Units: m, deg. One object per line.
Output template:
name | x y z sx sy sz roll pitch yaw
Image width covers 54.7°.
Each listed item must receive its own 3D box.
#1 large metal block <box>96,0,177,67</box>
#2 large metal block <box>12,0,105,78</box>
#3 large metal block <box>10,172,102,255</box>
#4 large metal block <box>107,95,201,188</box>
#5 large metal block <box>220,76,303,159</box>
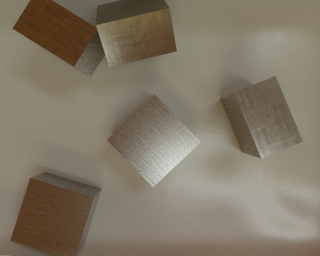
large metal block | -0.030 -0.122 0.376 0.080 0.080 0.050 -13 127 0
large metal block | -0.116 -0.110 0.383 0.080 0.080 0.050 32 91 0
large metal block | -0.130 0.110 0.398 0.080 0.050 0.080 17 90 0
large metal block | -0.007 0.016 0.399 0.080 0.050 0.080 -44 90 0
large metal block | 0.121 -0.012 0.385 0.050 0.080 0.080 -23 90 0
